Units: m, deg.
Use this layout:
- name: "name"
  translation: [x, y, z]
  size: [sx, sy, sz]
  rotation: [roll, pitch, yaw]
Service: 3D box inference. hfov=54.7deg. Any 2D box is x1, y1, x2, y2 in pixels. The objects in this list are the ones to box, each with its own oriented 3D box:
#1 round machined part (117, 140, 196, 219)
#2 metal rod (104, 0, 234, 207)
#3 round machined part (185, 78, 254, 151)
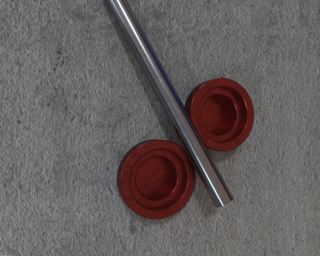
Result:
- name: "round machined part"
  translation: [-0.007, 0.063, 0.398]
  size: [0.099, 0.042, 0.097]
  rotation: [0, 90, -21]
- name: "metal rod"
  translation: [0.009, -0.039, 0.386]
  size: [0.025, 0.025, 0.299]
  rotation: [-28, 90, -18]
- name: "round machined part"
  translation: [0.077, -0.018, 0.430]
  size: [0.099, 0.042, 0.097]
  rotation: [0, 90, -21]
